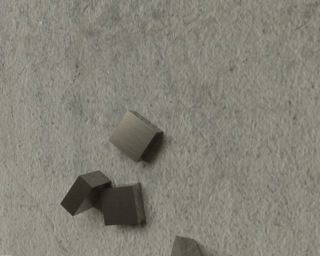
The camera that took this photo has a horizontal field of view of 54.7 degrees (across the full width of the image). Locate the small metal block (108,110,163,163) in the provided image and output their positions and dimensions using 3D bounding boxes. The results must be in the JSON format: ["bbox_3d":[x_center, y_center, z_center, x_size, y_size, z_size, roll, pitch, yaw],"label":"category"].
[{"bbox_3d":[-0.033,0.011,0.420,0.050,0.025,0.050,37,101,16],"label":"small metal block"}]

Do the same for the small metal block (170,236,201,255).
[{"bbox_3d":[0.029,0.170,0.382,0.025,0.050,0.050,14,95,-7],"label":"small metal block"}]

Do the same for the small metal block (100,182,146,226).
[{"bbox_3d":[-0.051,0.104,0.426,0.050,0.025,0.050,-10,87,19],"label":"small metal block"}]

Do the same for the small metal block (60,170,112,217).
[{"bbox_3d":[-0.102,0.089,0.430,0.025,0.050,0.050,38,102,15],"label":"small metal block"}]
